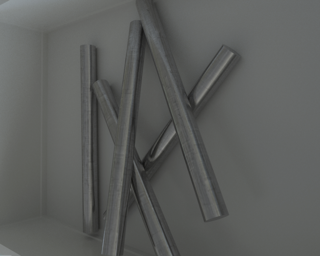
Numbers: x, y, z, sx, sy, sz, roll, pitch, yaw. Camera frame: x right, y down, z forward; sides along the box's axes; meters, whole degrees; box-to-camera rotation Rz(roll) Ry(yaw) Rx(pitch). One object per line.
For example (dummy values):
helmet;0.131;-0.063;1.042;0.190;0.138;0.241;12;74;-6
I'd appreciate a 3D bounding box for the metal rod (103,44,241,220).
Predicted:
metal rod;0.002;0.026;0.404;0.025;0.025;0.298;50;119;28

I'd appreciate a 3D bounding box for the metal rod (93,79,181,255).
metal rod;-0.036;0.049;0.403;0.025;0.025;0.299;-46;53;30

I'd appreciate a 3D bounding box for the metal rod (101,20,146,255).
metal rod;-0.042;0.000;0.391;0.025;0.025;0.299;-9;69;39

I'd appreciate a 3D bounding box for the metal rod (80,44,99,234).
metal rod;-0.114;0.017;0.501;0.025;0.025;0.298;-2;89;40

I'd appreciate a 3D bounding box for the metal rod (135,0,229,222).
metal rod;0.017;-0.043;0.362;0.025;0.025;0.299;-35;59;34
